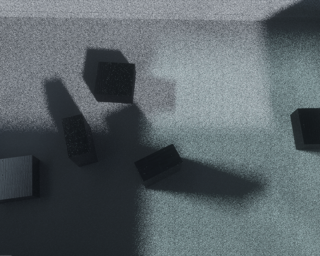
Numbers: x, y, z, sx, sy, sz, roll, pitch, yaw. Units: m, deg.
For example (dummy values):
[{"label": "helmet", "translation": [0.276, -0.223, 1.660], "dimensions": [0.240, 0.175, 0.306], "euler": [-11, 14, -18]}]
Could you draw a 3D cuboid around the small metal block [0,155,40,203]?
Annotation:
[{"label": "small metal block", "translation": [-0.179, 0.064, 0.384], "dimensions": [0.050, 0.025, 0.050], "euler": [-7, 70, -3]}]

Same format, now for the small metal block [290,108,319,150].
[{"label": "small metal block", "translation": [0.207, 0.001, 0.412], "dimensions": [0.050, 0.025, 0.050], "euler": [-1, 70, -1]}]

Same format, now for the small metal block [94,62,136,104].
[{"label": "small metal block", "translation": [-0.062, -0.063, 0.432], "dimensions": [0.050, 0.025, 0.050], "euler": [3, 70, 1]}]

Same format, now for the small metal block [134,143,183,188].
[{"label": "small metal block", "translation": [-0.002, 0.048, 0.379], "dimensions": [0.050, 0.050, 0.025], "euler": [-26, 72, -9]}]

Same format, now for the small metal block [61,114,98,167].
[{"label": "small metal block", "translation": [-0.100, 0.017, 0.389], "dimensions": [0.025, 0.050, 0.050], "euler": [-15, 71, -5]}]
